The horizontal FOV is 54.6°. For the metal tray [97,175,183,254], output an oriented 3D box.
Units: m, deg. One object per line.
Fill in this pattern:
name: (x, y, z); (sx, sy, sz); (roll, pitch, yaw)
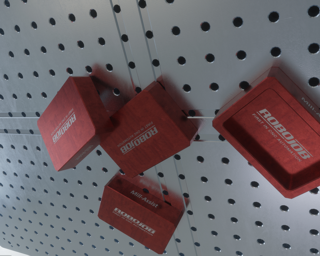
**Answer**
metal tray: (-0.037, 0.146, 0.518); (0.130, 0.030, 0.089); (27, 128, 11)

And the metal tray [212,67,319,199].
metal tray: (0.135, 0.009, 0.342); (0.130, 0.030, 0.090); (44, 129, -3)

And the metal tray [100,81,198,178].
metal tray: (-0.025, 0.007, 0.426); (0.130, 0.030, 0.090); (-34, 100, 38)

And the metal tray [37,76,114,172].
metal tray: (-0.128, -0.004, 0.450); (0.129, 0.030, 0.090); (-38, 72, 39)
